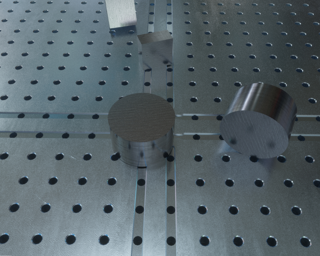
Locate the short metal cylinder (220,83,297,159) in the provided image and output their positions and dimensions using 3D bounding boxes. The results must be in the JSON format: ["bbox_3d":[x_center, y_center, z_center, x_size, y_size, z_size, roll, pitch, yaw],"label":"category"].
[{"bbox_3d":[0.120,-0.008,0.379,0.080,0.080,0.050,21,53,16],"label":"short metal cylinder"}]

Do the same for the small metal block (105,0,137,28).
[{"bbox_3d":[-0.072,-0.213,0.566,0.050,0.050,0.025,-11,26,-10],"label":"small metal block"}]

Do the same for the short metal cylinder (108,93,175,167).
[{"bbox_3d":[-0.022,0.001,0.390,0.081,0.050,0.080,1,50,-1],"label":"short metal cylinder"}]

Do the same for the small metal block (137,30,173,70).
[{"bbox_3d":[-0.008,-0.125,0.496,0.050,0.050,0.025,-15,52,-12],"label":"small metal block"}]
